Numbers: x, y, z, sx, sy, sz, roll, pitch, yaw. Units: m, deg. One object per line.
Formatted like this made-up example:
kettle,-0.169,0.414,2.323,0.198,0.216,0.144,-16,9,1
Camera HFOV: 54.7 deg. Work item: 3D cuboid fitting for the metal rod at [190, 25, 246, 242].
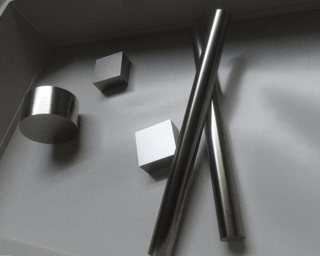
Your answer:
metal rod,0.064,-0.018,0.381,0.025,0.025,0.299,-16,55,19

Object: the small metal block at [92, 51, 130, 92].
small metal block,-0.078,-0.091,0.500,0.050,0.025,0.050,-12,57,21

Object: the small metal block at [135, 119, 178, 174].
small metal block,-0.001,0.023,0.391,0.050,0.025,0.050,-21,54,15

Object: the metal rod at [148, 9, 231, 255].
metal rod,0.039,-0.005,0.360,0.025,0.025,0.299,7,73,31

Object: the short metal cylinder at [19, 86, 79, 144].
short metal cylinder,-0.164,-0.018,0.465,0.080,0.080,0.050,-19,55,17
